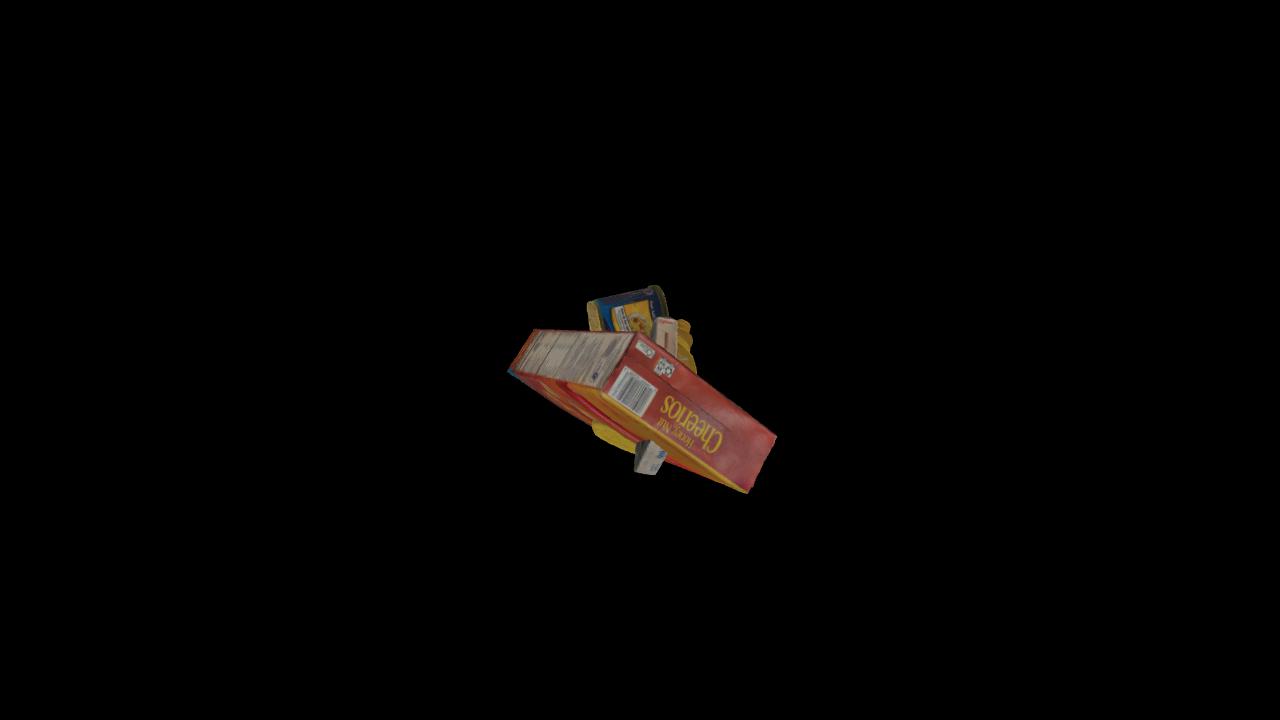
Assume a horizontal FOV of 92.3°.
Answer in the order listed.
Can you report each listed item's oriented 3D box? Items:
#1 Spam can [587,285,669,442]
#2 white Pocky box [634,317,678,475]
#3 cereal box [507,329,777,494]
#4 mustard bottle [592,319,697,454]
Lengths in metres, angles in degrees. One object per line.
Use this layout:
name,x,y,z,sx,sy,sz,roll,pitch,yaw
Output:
Spam can,-0.011,-0.032,0.738,0.085,0.101,0.058,-15,8,-18
white Pocky box,0.018,0.038,0.668,0.028,0.154,0.084,9,-35,-7
cereal box,-0.016,0.048,0.717,0.203,0.081,0.306,36,-14,-25
mustard bottle,0.020,0.023,0.739,0.092,0.184,0.054,15,-32,21
